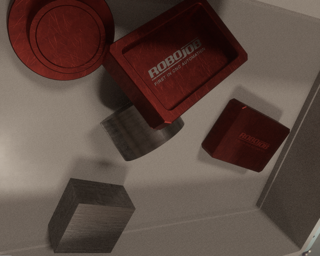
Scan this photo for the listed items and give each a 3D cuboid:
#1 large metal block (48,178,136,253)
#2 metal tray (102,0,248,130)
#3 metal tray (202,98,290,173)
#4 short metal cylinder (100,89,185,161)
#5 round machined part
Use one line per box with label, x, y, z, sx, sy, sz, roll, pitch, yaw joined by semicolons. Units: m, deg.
large metal block;-0.093;0.120;0.417;0.081;0.050;0.080;17;110;-35
metal tray;0.019;-0.071;0.318;0.131;0.030;0.090;-40;94;-25
metal tray;0.139;0.016;0.494;0.131;0.030;0.090;20;108;-36
short metal cylinder;-0.020;-0.006;0.351;0.080;0.080;0.050;-33;100;-7
round machined part;-0.090;-0.090;0.293;0.099;0.042;0.097;-14;124;-21
